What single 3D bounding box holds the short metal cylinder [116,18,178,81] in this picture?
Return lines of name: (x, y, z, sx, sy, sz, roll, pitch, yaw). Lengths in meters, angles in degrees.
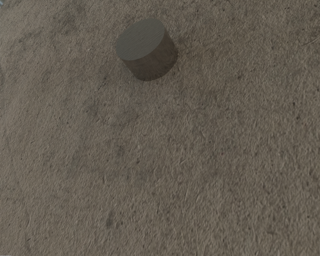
short metal cylinder: (-0.019, -0.119, 0.472, 0.080, 0.050, 0.080, -13, 56, 21)
